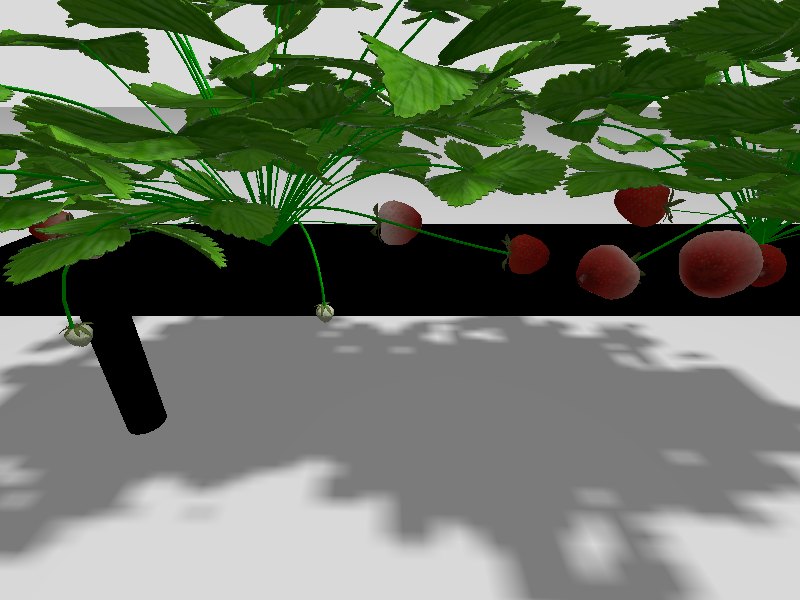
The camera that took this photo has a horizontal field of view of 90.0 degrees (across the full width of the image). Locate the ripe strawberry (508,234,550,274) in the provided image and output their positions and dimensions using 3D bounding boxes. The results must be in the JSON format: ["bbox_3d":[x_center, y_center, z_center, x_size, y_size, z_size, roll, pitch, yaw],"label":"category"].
[{"bbox_3d":[0.097,-0.034,0.302,0.030,0.031,0.028,9,29,15],"label":"ripe strawberry"}]

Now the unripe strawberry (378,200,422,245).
[{"bbox_3d":[0.000,-0.068,0.358,0.039,0.041,0.036,1,27,0],"label":"unripe strawberry"}]

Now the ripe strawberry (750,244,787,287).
[{"bbox_3d":[0.256,-0.023,0.283,0.026,0.030,0.029,21,35,35],"label":"ripe strawberry"}]

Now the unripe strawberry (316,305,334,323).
[{"bbox_3d":[-0.044,0.009,0.238,0.010,0.011,0.011,-14,30,-25],"label":"unripe strawberry"}]

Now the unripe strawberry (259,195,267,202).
[{"bbox_3d":[-0.175,-0.130,0.514,0.010,0.011,0.011,-9,10,-16],"label":"unripe strawberry"}]

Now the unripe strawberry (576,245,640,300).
[{"bbox_3d":[0.136,-0.018,0.268,0.039,0.034,0.039,-15,31,-25],"label":"unripe strawberry"}]

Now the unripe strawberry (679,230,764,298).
[{"bbox_3d":[0.210,-0.022,0.267,0.049,0.048,0.045,-22,35,-35],"label":"unripe strawberry"}]

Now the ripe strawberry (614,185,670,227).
[{"bbox_3d":[0.252,-0.103,0.421,0.050,0.050,0.047,23,35,37],"label":"ripe strawberry"}]

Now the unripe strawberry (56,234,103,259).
[{"bbox_3d":[-0.266,-0.049,0.334,0.034,0.034,0.032,-6,28,-10],"label":"unripe strawberry"}]

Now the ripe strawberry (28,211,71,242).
[{"bbox_3d":[-0.316,-0.065,0.363,0.036,0.034,0.033,0,27,1],"label":"ripe strawberry"}]

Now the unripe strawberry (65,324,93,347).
[{"bbox_3d":[-0.173,0.020,0.217,0.011,0.012,0.012,8,29,16],"label":"unripe strawberry"}]
